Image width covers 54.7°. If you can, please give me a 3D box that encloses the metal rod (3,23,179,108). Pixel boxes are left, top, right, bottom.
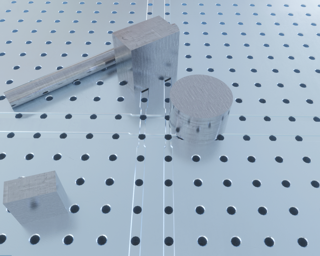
[{"bbox_3d":[-0.094,-0.107,0.496,0.302,0.025,0.025,-29,56,-23],"label":"metal rod"}]

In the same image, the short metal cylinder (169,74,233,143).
[{"bbox_3d":[0.053,-0.026,0.414,0.081,0.050,0.080,0,50,0],"label":"short metal cylinder"}]

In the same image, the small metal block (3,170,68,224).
[{"bbox_3d":[-0.130,0.074,0.327,0.050,0.050,0.025,-12,51,-10],"label":"small metal block"}]

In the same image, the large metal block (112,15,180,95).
[{"bbox_3d":[-0.020,-0.109,0.463,0.081,0.080,0.050,-28,56,-22],"label":"large metal block"}]
